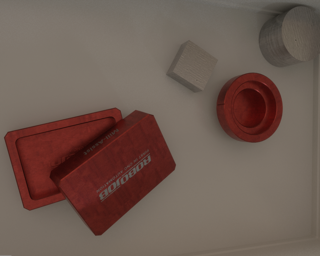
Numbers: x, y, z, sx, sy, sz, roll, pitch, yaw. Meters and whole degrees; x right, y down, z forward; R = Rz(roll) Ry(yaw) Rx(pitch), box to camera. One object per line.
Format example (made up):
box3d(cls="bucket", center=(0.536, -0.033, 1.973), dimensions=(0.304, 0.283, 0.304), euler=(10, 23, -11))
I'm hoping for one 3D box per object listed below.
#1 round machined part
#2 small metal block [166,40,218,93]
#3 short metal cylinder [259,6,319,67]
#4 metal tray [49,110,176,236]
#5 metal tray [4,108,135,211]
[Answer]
box3d(cls="round machined part", center=(0.124, -0.028, 0.449), dimensions=(0.099, 0.042, 0.097), euler=(0, 90, -21))
box3d(cls="small metal block", center=(0.044, -0.084, 0.428), dimensions=(0.050, 0.025, 0.050), euler=(30, 80, -18))
box3d(cls="short metal cylinder", center=(0.200, -0.137, 0.473), dimensions=(0.081, 0.050, 0.079), euler=(0, 90, -21))
box3d(cls="metal tray", center=(-0.049, 0.050, 0.366), dimensions=(0.131, 0.030, 0.090), euler=(-38, 123, -24))
box3d(cls="metal tray", center=(-0.103, 0.033, 0.370), dimensions=(0.131, 0.030, 0.089), euler=(-15, 95, -20))
